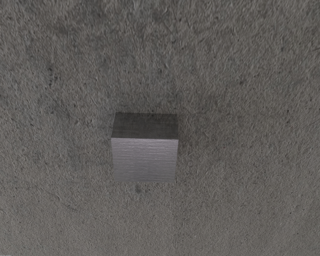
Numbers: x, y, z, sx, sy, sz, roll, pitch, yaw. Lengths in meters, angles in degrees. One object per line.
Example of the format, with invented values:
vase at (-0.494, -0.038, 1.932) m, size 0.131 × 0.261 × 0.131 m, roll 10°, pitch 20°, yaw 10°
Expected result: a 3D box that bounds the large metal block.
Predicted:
large metal block at (-0.019, 0.027, 0.413) m, size 0.080 × 0.050 × 0.080 m, roll 2°, pitch 130°, yaw -2°
